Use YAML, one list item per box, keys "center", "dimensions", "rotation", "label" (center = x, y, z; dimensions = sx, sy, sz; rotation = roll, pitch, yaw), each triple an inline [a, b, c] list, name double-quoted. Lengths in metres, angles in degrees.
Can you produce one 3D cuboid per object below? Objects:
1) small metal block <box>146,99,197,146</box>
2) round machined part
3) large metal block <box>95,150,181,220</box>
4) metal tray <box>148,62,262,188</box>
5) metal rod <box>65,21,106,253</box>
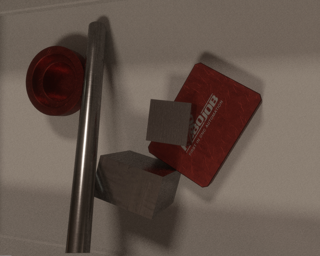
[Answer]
- center: [0.014, -0.007, 0.373]
  dimensions: [0.050, 0.025, 0.050]
  rotation: [8, 93, 19]
  label: "small metal block"
- center: [-0.140, -0.066, 0.449]
  dimensions: [0.098, 0.042, 0.097]
  rotation: [0, 90, 19]
  label: "round machined part"
- center: [-0.026, 0.066, 0.390]
  dimensions: [0.080, 0.080, 0.050]
  rotation: [16, 96, 19]
  label: "large metal block"
- center: [0.055, -0.004, 0.388]
  dimensions: [0.090, 0.030, 0.129]
  rotation: [32, 100, 16]
  label: "metal tray"
- center: [-0.088, -0.006, 0.383]
  dimensions: [0.025, 0.025, 0.299]
  rotation: [-9, 65, 19]
  label: "metal rod"
